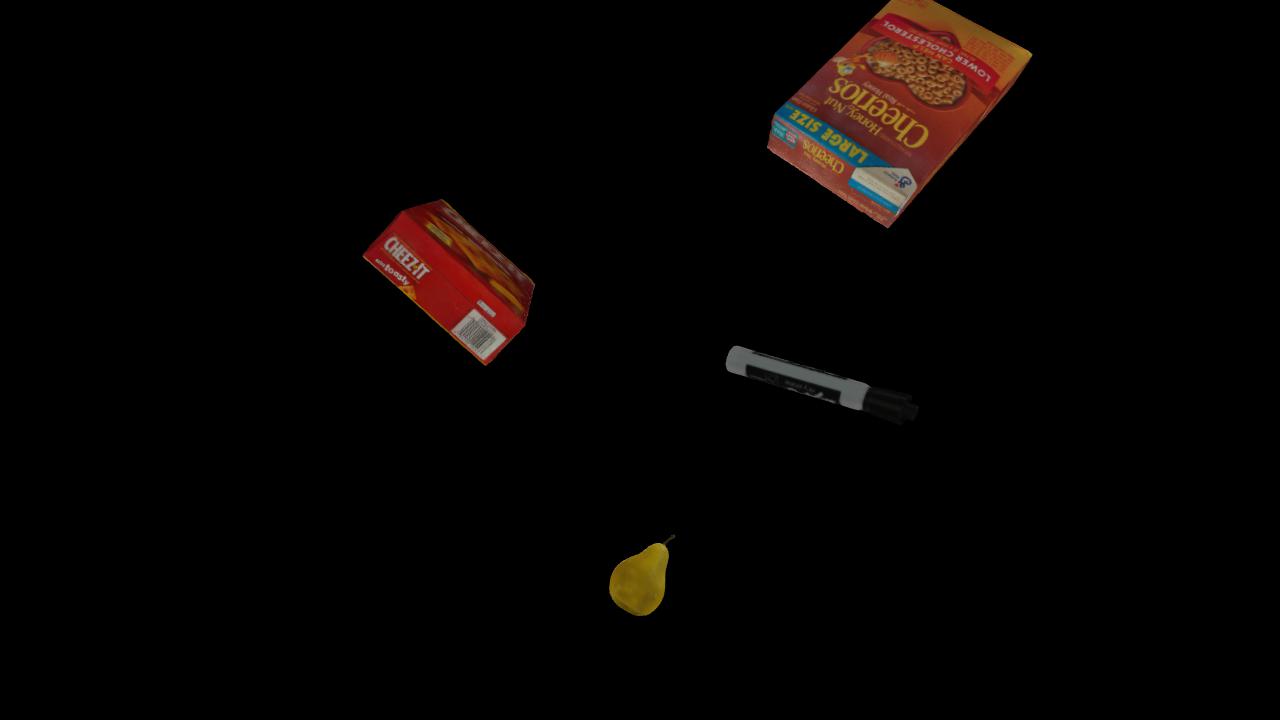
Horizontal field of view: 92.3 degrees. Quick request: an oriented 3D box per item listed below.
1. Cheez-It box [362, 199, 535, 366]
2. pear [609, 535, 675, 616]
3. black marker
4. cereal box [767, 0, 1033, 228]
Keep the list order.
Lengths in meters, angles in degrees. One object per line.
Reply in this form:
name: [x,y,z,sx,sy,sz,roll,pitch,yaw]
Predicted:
Cheez-It box: [-0.207,-0.101,0.718,0.166,0.071,0.223,44,8,-17]
pear: [0.008,0.279,0.820,0.080,0.111,0.080,24,-32,16]
black marker: [0.110,0.015,0.384,0.121,0.020,0.020,19,11,34]
cereal box: [0.345,-0.346,0.826,0.203,0.306,0.081,40,-16,15]
